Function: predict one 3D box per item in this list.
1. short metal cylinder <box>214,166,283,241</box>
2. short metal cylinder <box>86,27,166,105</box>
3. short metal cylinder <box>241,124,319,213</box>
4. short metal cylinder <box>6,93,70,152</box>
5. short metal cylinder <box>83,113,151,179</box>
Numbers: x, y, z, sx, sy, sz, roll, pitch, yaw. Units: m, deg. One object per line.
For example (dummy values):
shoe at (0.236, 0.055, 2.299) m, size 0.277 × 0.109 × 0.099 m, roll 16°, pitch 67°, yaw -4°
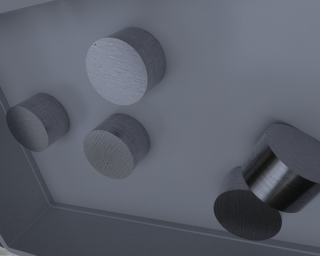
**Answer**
short metal cylinder at (0.114, 0.094, 0.390) m, size 0.080 × 0.050 × 0.079 m, roll 13°, pitch 124°, yaw 21°
short metal cylinder at (-0.039, -0.074, 0.368) m, size 0.080 × 0.050 × 0.079 m, roll 13°, pitch 124°, yaw 21°
short metal cylinder at (0.135, 0.041, 0.328) m, size 0.080 × 0.080 × 0.050 m, roll 32°, pitch 129°, yaw 8°
short metal cylinder at (-0.191, -0.009, 0.488) m, size 0.080 × 0.050 × 0.079 m, roll 13°, pitch 124°, yaw 21°
short metal cylinder at (-0.061, 0.026, 0.440) m, size 0.080 × 0.050 × 0.079 m, roll 13°, pitch 124°, yaw 21°
